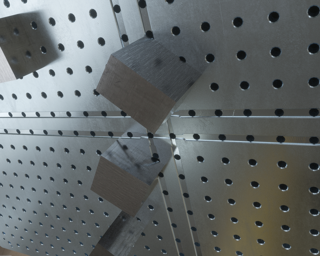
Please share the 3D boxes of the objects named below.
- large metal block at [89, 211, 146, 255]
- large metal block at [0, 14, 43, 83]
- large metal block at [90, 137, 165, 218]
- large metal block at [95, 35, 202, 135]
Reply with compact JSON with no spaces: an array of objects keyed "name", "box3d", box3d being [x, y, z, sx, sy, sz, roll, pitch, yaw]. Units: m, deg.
[{"name":"large metal block","box3d":[-0.078,0.203,0.543,0.050,0.080,0.080,36,129,5]},{"name":"large metal block","box3d":[-0.233,-0.111,0.451,0.080,0.050,0.080,-4,117,30]},{"name":"large metal block","box3d":[-0.050,0.075,0.469,0.080,0.050,0.079,31,128,8]},{"name":"large metal block","box3d":[-0.010,-0.052,0.350,0.080,0.080,0.050,37,129,3]}]
